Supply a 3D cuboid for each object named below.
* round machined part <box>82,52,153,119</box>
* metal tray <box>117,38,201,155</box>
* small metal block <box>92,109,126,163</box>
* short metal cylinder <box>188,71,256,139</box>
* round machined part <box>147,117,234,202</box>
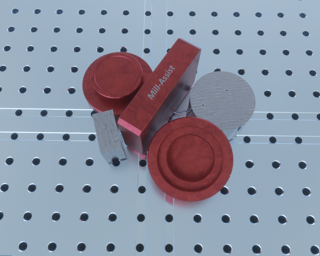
[{"bbox_3d":[-0.056,-0.063,0.420,0.099,0.042,0.098,0,70,0],"label":"round machined part"},{"bbox_3d":[0.001,-0.036,0.386,0.030,0.090,0.130,31,73,10],"label":"metal tray"},{"bbox_3d":[-0.063,0.011,0.389,0.025,0.050,0.050,-14,71,-5],"label":"small metal block"},{"bbox_3d":[0.077,-0.027,0.404,0.081,0.050,0.080,0,70,0],"label":"short metal cylinder"},{"bbox_3d":[0.037,0.035,0.374,0.098,0.042,0.097,0,91,10],"label":"round machined part"}]
